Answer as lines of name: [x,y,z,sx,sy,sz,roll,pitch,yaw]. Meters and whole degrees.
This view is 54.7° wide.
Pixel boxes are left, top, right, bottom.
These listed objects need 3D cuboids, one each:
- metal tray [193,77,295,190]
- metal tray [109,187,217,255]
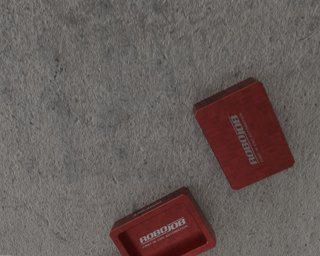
metal tray: [0.111,0.010,0.412,0.090,0.030,0.130,-26,108,9]
metal tray: [0.004,0.156,0.455,0.130,0.030,0.090,-29,96,10]
